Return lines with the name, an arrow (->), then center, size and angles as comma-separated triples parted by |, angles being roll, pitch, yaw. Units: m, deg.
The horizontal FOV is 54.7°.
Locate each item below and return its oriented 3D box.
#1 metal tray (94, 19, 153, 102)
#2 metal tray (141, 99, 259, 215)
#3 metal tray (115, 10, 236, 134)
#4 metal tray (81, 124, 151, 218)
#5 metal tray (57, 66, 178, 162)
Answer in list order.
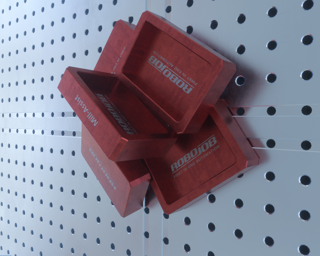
metal tray -> -0.053, -0.076, 0.447 | 0.090, 0.030, 0.129 | 46, 117, 30
metal tray -> 0.039, 0.035, 0.371 | 0.129, 0.030, 0.090 | -41, 66, 32
metal tray -> 0.011, -0.065, 0.356 | 0.130, 0.030, 0.089 | 44, 116, 31
metal tray -> -0.068, 0.049, 0.435 | 0.130, 0.030, 0.089 | 50, 145, 28
metal tray -> -0.050, -0.019, 0.366 | 0.130, 0.091, 0.030 | 48, 119, 29
